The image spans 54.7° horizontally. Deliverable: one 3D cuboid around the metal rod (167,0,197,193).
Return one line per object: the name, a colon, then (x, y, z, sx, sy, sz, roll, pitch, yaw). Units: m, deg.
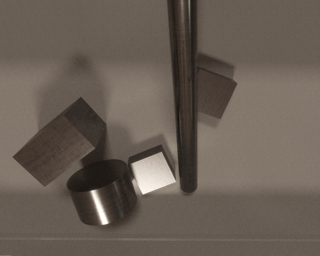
metal rod: (0.028, -0.023, 0.340, 0.025, 0.025, 0.298, -5, 135, 2)

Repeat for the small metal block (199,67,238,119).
small metal block: (0.063, -0.045, 0.396, 0.050, 0.025, 0.050, 19, 109, -8)

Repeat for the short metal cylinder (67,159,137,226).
short metal cylinder: (-0.076, 0.083, 0.412, 0.080, 0.080, 0.050, -13, 110, 4)

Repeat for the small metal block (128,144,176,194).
small metal block: (-0.011, 0.058, 0.433, 0.050, 0.025, 0.050, -22, 109, 7)

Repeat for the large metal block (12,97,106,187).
large metal block: (-0.120, 0.014, 0.385, 0.080, 0.080, 0.050, -37, 106, 12)
